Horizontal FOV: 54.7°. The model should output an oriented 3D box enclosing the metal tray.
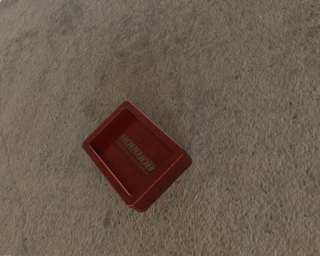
[{"bbox_3d":[-0.034,0.031,0.399,0.090,0.030,0.130,-45,51,-4],"label":"metal tray"}]
